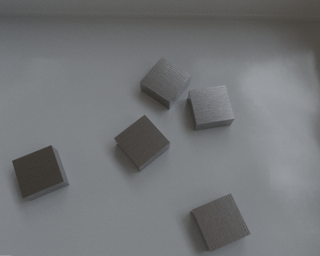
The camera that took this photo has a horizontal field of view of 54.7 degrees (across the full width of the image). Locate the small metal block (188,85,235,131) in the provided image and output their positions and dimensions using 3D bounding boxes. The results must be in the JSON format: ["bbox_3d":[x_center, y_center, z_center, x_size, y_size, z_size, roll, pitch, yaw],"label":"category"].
[{"bbox_3d":[0.068,-0.027,0.420,0.050,0.025,0.050,-9,70,-4],"label":"small metal block"}]

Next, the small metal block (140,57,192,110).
[{"bbox_3d":[0.008,-0.063,0.432,0.050,0.025,0.050,35,74,12],"label":"small metal block"}]

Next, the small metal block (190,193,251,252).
[{"bbox_3d":[0.071,0.112,0.369,0.050,0.025,0.050,-21,71,-8],"label":"small metal block"}]

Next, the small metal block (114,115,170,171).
[{"bbox_3d":[-0.023,0.020,0.402,0.050,0.025,0.050,-39,75,-13],"label":"small metal block"}]

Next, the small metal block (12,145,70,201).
[{"bbox_3d":[-0.149,0.056,0.388,0.050,0.025,0.050,-23,72,-8],"label":"small metal block"}]
